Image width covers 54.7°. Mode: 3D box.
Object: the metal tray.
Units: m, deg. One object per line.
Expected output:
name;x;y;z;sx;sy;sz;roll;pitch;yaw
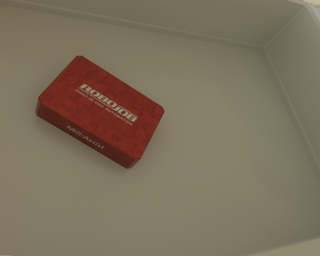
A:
metal tray;-0.069;-0.021;0.379;0.130;0.030;0.090;32;51;-8
